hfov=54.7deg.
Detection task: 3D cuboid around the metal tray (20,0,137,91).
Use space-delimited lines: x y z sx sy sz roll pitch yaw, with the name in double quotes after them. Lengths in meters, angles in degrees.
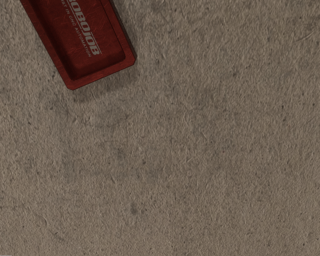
-0.093 -0.120 0.361 0.090 0.030 0.129 -22 109 7 "metal tray"
